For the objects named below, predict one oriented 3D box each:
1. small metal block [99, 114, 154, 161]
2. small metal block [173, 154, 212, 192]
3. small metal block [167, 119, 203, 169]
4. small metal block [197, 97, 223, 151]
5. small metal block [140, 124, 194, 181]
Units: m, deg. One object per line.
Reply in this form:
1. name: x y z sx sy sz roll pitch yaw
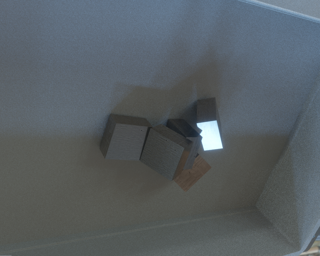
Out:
1. small metal block: -0.043 0.013 0.391 0.050 0.025 0.050 7 115 -32
2. small metal block: 0.044 0.061 0.451 0.050 0.050 0.025 -44 95 1
3. small metal block: 0.027 0.022 0.421 0.025 0.050 0.050 1 118 -29
4. small metal block: 0.068 -0.006 0.423 0.025 0.050 0.050 -9 129 15
5. small metal block: 0.008 0.030 0.391 0.025 0.050 0.050 -24 139 -55
